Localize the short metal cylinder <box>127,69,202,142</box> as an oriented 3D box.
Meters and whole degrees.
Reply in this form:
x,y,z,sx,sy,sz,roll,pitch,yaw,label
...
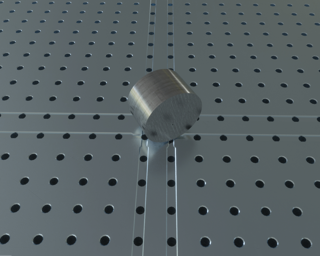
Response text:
x,y,z,sx,sy,sz,roll,pitch,yaw,label
0.006,-0.028,0.394,0.081,0.080,0.050,-22,53,-18,short metal cylinder
